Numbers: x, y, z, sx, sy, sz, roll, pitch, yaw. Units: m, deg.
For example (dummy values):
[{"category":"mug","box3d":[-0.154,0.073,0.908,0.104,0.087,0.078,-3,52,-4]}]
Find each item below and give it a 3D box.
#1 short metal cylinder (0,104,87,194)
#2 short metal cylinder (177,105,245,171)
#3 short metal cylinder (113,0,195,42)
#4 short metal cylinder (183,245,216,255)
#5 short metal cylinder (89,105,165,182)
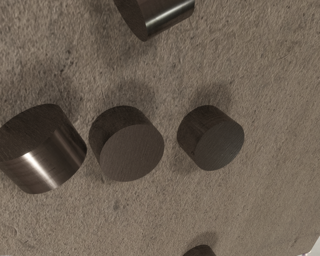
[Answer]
[{"category":"short metal cylinder","box3d":[-0.123,0.020,0.317,0.080,0.080,0.050,-31,129,-9]},{"category":"short metal cylinder","box3d":[0.071,0.014,0.440,0.081,0.050,0.079,-14,125,-21]},{"category":"short metal cylinder","box3d":[-0.012,-0.128,0.287,0.050,0.080,0.080,-32,129,-8]},{"category":"short metal cylinder","box3d":[0.081,0.279,0.610,0.081,0.050,0.079,-14,125,-21]},{"category":"short metal cylinder","box3d":[-0.042,0.019,0.381,0.081,0.050,0.079,-14,125,-21]}]
